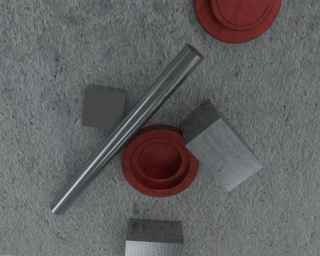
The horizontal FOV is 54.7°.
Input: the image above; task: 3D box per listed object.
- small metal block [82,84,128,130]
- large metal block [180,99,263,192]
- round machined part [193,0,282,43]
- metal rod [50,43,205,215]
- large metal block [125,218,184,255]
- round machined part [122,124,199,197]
[{"bbox_3d":[-0.071,-0.026,0.399,0.050,0.025,0.050,8,110,-3],"label":"small metal block"},{"bbox_3d":[0.073,0.018,0.388,0.050,0.080,0.080,-40,106,13],"label":"large metal block"},{"bbox_3d":[0.088,-0.145,0.348,0.099,0.042,0.097,0,110,0],"label":"round machined part"},{"bbox_3d":[-0.056,0.017,0.390,0.025,0.025,0.299,37,115,-13],"label":"metal rod"},{"bbox_3d":[-0.010,0.186,0.465,0.081,0.050,0.079,4,110,-2],"label":"large metal block"},{"bbox_3d":[0.001,0.040,0.415,0.099,0.042,0.097,0,111,1],"label":"round machined part"}]
